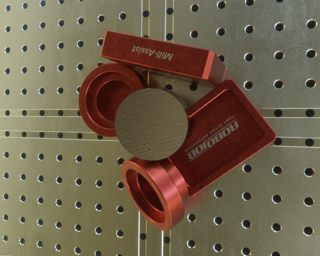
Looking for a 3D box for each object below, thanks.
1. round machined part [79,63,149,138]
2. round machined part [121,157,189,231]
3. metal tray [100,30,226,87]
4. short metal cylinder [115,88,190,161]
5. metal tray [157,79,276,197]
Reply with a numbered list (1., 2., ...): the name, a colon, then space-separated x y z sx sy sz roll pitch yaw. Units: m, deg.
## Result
1. round machined part: -0.057 -0.036 0.423 0.098 0.042 0.097 0 90 19
2. round machined part: -0.003 0.074 0.385 0.098 0.042 0.097 37 143 35
3. metal tray: 0.007 -0.081 0.375 0.130 0.090 0.030 16 96 19
4. short metal cylinder: -0.007 -0.007 0.361 0.080 0.050 0.079 1 99 7
5. metal tray: 0.064 0.013 0.386 0.130 0.030 0.090 -38 78 15
